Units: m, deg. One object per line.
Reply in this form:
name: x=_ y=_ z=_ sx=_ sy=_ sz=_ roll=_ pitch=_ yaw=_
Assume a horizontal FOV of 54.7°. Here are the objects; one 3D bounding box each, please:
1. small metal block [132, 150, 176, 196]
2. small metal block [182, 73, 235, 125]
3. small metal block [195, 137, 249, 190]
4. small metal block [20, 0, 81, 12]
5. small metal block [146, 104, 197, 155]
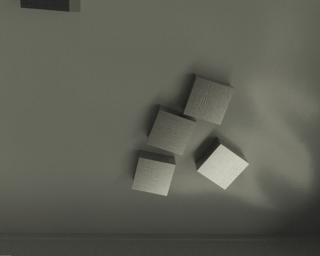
small metal block: x=-0.009 y=0.063 z=0.434 sx=0.050 sy=0.025 sz=0.050 roll=12 pitch=110 yaw=-5
small metal block: x=0.061 y=-0.037 z=0.399 sx=0.050 sy=0.025 sz=0.050 roll=16 pitch=109 yaw=-7
small metal block: x=0.085 y=0.049 z=0.431 sx=0.050 sy=0.025 sz=0.050 roll=35 pitch=106 yaw=-12
small metal block: x=-0.119 y=-0.144 z=0.343 sx=0.050 sy=0.050 sz=0.025 roll=4 pitch=110 yaw=-2
small metal block: x=0.014 y=0.002 z=0.412 sx=0.050 sy=0.025 sz=0.050 roll=19 pitch=109 yaw=-7
